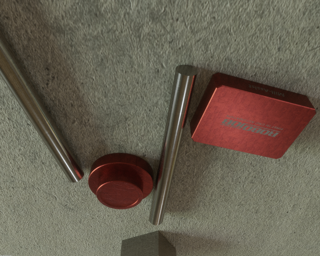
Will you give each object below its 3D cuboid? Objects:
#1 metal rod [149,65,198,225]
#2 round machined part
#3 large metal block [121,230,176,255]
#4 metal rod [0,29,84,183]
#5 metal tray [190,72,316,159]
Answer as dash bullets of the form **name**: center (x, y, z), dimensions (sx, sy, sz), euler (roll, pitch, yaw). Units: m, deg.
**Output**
- **metal rod**: center (0.012, 0.047, 0.447), dimensions (0.025, 0.025, 0.298), euler (5, 130, -5)
- **round machined part**: center (-0.059, 0.086, 0.469), dimensions (0.099, 0.042, 0.097), euler (-1, 130, 0)
- **large metal block**: center (-0.021, 0.252, 0.605), dimensions (0.080, 0.050, 0.080), euler (-21, 127, 16)
- **metal rod**: center (-0.160, -0.038, 0.372), dimensions (0.025, 0.025, 0.299), euler (-10, 130, 8)
- **metal tray**: center (0.114, -0.012, 0.396), dimensions (0.131, 0.030, 0.089), euler (12, 129, -11)
